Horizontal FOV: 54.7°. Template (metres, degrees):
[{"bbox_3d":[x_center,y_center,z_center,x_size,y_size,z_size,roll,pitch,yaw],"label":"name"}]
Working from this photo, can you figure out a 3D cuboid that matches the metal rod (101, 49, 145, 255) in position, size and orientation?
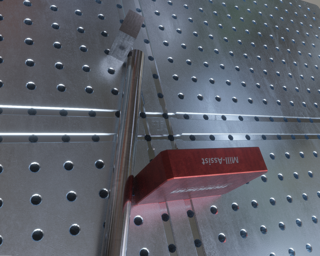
[{"bbox_3d":[-0.041,0.020,0.373,0.025,0.025,0.300,16,55,-20],"label":"metal rod"}]

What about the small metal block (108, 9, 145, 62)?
[{"bbox_3d":[-0.048,-0.133,0.447,0.025,0.050,0.050,25,53,-13],"label":"small metal block"}]

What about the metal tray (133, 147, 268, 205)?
[{"bbox_3d":[0.045,0.055,0.356,0.131,0.090,0.030,0,62,-28],"label":"metal tray"}]
